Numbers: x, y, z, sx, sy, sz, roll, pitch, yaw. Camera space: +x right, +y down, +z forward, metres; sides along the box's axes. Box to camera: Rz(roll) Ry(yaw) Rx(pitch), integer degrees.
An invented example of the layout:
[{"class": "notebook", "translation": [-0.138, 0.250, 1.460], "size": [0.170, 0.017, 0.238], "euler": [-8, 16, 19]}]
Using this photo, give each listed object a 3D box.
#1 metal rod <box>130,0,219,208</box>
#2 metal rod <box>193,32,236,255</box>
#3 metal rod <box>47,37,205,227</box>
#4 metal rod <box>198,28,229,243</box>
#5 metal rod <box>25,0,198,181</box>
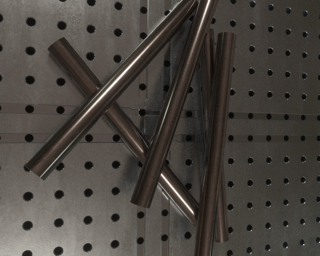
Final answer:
[{"class": "metal rod", "translation": [0.023, -0.047, 0.398], "size": [0.025, 0.025, 0.299], "euler": [22, 80, -19]}, {"class": "metal rod", "translation": [0.074, 0.023, 0.413], "size": [0.025, 0.025, 0.298], "euler": [7, 88, -20]}, {"class": "metal rod", "translation": [-0.033, 0.015, 0.401], "size": [0.025, 0.025, 0.300], "euler": [-42, 104, -15]}, {"class": "metal rod", "translation": [0.075, 0.011, 0.441], "size": [0.025, 0.025, 0.298], "euler": [-5, 92, -20]}, {"class": "metal rod", "translation": [-0.043, -0.063, 0.374], "size": [0.025, 0.025, 0.301], "euler": [44, 68, -15]}]
